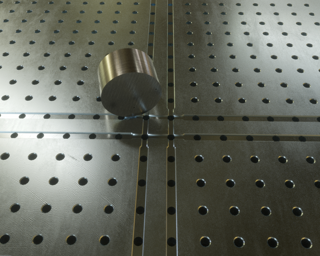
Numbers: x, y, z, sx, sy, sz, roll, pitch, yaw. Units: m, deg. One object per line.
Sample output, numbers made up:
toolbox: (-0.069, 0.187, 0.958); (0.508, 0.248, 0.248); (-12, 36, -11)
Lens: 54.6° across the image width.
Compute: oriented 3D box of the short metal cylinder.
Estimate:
short metal cylinder: (-0.042, -0.061, 0.423); (0.081, 0.080, 0.050); (-10, 51, -8)
